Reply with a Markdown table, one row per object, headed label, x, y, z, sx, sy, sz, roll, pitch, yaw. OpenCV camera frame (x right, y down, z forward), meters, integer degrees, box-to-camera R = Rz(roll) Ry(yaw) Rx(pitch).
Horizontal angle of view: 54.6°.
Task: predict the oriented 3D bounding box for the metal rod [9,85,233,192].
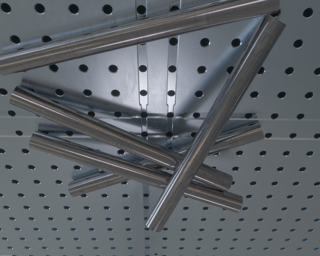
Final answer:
| label | x | y | z | sx | sy | sz | roll | pitch | yaw |
| --- | --- | --- | --- | --- | --- | --- | --- | --- | --- |
| metal rod | -0.041 | 0.019 | 0.405 | 0.301 | 0.025 | 0.025 | 24 | 126 | -11 |

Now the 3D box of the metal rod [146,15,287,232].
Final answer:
| label | x | y | z | sx | sy | sz | roll | pitch | yaw |
| --- | --- | --- | --- | --- | --- | --- | --- | --- | --- |
| metal rod | 0.055 | 0.012 | 0.374 | 0.025 | 0.025 | 0.298 | 21 | 113 | -17 |

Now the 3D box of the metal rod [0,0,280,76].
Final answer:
| label | x | y | z | sx | sy | sz | roll | pitch | yaw |
| --- | --- | --- | --- | --- | --- | --- | --- | --- | --- |
| metal rod | -0.032 | -0.099 | 0.327 | 0.301 | 0.025 | 0.025 | -11 | 129 | 9 |

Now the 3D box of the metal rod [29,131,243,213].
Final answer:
| label | x | y | z | sx | sy | sz | roll | pitch | yaw |
| --- | --- | --- | --- | --- | --- | --- | --- | --- | --- |
| metal rod | -0.030 | 0.062 | 0.433 | 0.301 | 0.025 | 0.025 | 18 | 128 | -4 |

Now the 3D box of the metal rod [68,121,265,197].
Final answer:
| label | x | y | z | sx | sy | sz | roll | pitch | yaw |
| --- | --- | --- | --- | --- | --- | --- | --- | --- | --- |
| metal rod | -0.001 | 0.050 | 0.453 | 0.300 | 0.025 | 0.025 | -19 | 128 | 15 |
